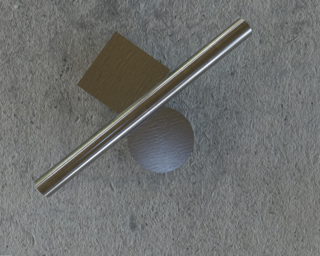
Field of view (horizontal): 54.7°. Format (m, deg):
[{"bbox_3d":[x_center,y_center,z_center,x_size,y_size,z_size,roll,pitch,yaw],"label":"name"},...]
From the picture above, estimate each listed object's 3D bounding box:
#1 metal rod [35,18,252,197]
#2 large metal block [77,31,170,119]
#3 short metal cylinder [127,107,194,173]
[{"bbox_3d":[-0.017,-0.025,0.360,0.301,0.025,0.025,-39,90,-3],"label":"metal rod"},{"bbox_3d":[-0.044,-0.061,0.397,0.080,0.050,0.080,35,90,0],"label":"large metal block"},{"bbox_3d":[0.001,0.014,0.398,0.081,0.050,0.080,0,90,0],"label":"short metal cylinder"}]
